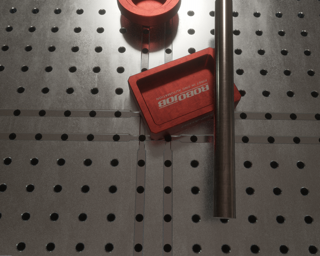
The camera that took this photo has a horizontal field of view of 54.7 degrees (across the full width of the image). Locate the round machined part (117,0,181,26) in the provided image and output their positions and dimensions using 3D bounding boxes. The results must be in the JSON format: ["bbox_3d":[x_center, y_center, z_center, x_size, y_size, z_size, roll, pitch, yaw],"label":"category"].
[{"bbox_3d":[-0.016,-0.197,0.474,0.099,0.042,0.098,0,70,-1],"label":"round machined part"}]

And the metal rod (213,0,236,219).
[{"bbox_3d":[0.082,-0.040,0.395,0.025,0.025,0.299,4,70,1],"label":"metal rod"}]

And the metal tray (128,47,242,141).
[{"bbox_3d":[0.032,-0.049,0.427,0.131,0.030,0.090,-22,72,-8],"label":"metal tray"}]
